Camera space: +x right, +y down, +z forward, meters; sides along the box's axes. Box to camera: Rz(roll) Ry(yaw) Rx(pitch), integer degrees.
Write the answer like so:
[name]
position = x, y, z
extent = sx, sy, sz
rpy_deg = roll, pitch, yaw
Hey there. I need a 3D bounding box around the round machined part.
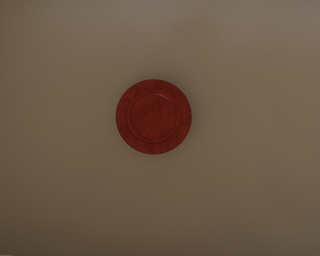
[round machined part]
position = -0.008, -0.014, 0.400
extent = 0.099, 0.042, 0.097
rpy_deg = 0, 90, 0
